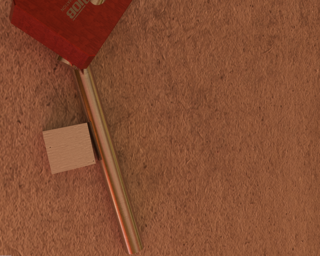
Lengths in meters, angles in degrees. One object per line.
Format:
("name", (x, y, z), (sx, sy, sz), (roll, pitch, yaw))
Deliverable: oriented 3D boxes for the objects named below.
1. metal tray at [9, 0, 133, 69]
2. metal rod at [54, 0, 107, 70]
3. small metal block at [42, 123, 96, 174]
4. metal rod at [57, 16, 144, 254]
("metal tray", (-0.090, -0.140, 0.348), (0.090, 0.030, 0.130), (34, 56, -17))
("metal rod", (-0.048, -0.208, 0.356), (0.025, 0.025, 0.299), (25, 85, -19))
("small metal block", (-0.109, 0.023, 0.369), (0.050, 0.025, 0.050), (-13, 95, -20))
("metal rod", (-0.072, 0.012, 0.383), (0.025, 0.025, 0.298), (-18, 96, -20))
